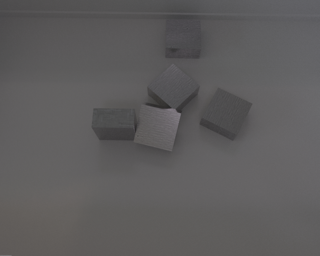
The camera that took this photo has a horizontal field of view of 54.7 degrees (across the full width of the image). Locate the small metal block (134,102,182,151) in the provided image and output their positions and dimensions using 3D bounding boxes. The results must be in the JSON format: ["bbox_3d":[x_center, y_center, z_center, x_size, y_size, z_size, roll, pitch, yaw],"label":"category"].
[{"bbox_3d":[-0.002,-0.002,0.398,0.050,0.025,0.050,14,102,4],"label":"small metal block"}]

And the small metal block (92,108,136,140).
[{"bbox_3d":[-0.056,-0.004,0.397,0.050,0.050,0.025,1,70,0],"label":"small metal block"}]

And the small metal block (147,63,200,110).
[{"bbox_3d":[0.018,-0.052,0.429,0.050,0.025,0.050,42,75,14],"label":"small metal block"}]

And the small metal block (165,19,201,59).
[{"bbox_3d":[0.034,-0.131,0.458,0.050,0.025,0.050,1,70,0],"label":"small metal block"}]

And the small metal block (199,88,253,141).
[{"bbox_3d":[0.088,-0.019,0.417,0.050,0.025,0.050,27,72,9],"label":"small metal block"}]
